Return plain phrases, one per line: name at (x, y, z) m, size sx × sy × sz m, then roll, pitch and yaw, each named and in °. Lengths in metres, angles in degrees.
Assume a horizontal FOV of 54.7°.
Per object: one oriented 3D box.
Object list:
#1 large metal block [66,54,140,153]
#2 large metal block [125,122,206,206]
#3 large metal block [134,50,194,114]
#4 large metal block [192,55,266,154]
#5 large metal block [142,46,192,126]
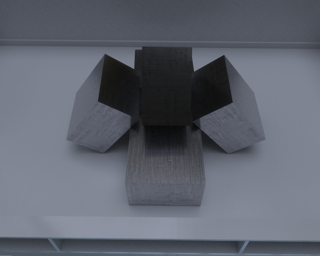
large metal block at (-0.068, -0.028, 0.381) m, size 0.050 × 0.080 × 0.080 m, roll 24°, pitch 44°, yaw -28°
large metal block at (0.006, 0.040, 0.353) m, size 0.080 × 0.050 × 0.080 m, roll 1°, pitch 50°, yaw 0°
large metal block at (0.005, -0.067, 0.440) m, size 0.081 × 0.050 × 0.080 m, roll -1°, pitch 50°, yaw -1°
large metal block at (0.082, -0.028, 0.382) m, size 0.050 × 0.080 × 0.080 m, roll -26°, pitch 43°, yaw 29°
large metal block at (0.006, -0.047, 0.355) m, size 0.050 × 0.079 × 0.080 m, roll 0°, pitch 6°, yaw -1°
